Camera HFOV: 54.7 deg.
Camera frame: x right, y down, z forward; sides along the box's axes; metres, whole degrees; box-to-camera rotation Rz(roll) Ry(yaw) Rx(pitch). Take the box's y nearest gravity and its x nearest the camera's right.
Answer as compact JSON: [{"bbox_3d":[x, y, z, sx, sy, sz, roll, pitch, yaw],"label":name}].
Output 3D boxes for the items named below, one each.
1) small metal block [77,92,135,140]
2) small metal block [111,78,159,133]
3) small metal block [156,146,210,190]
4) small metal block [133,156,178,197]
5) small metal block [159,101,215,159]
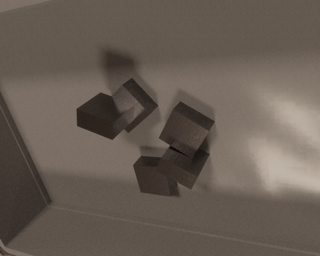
[{"bbox_3d":[-0.067,-0.016,0.384,0.050,0.050,0.025,20,126,16],"label":"small metal block"},{"bbox_3d":[-0.039,-0.029,0.410,0.050,0.025,0.050,47,129,-5],"label":"small metal block"},{"bbox_3d":[0.031,0.045,0.403,0.050,0.050,0.025,27,128,10],"label":"small metal block"},{"bbox_3d":[-0.006,0.070,0.454,0.050,0.025,0.050,2,119,27],"label":"small metal block"},{"bbox_3d":[0.033,0.003,0.392,0.050,0.025,0.050,31,128,7],"label":"small metal block"}]
